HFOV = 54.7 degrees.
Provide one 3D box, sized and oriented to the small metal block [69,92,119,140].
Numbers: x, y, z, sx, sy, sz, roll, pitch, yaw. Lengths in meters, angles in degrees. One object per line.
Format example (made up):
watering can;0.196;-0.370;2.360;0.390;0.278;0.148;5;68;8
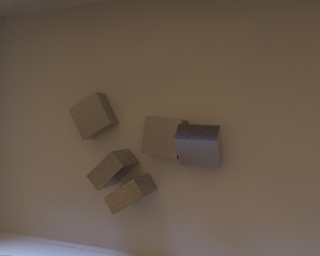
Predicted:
small metal block;-0.095;-0.017;0.444;0.050;0.025;0.050;-29;81;17

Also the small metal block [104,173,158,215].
small metal block;-0.037;0.086;0.410;0.050;0.050;0.025;-34;79;17

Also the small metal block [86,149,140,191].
small metal block;-0.062;0.055;0.419;0.050;0.050;0.025;-44;77;15

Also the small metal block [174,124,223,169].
small metal block;0.048;0.023;0.379;0.050;0.025;0.050;2;136;19

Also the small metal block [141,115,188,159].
small metal block;0.006;0.011;0.407;0.050;0.025;0.050;8;93;22
